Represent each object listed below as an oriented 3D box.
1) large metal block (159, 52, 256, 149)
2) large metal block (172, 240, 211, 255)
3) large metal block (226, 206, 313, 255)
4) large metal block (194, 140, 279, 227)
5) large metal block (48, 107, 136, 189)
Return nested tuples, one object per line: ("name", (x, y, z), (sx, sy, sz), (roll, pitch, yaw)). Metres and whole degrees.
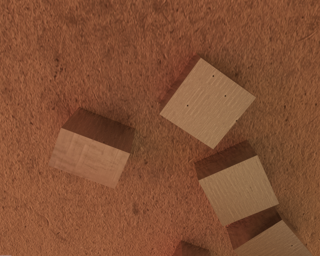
("large metal block", (0.055, -0.034, 0.384), (0.080, 0.050, 0.080), (33, 107, -12))
("large metal block", (0.040, 0.234, 0.467), (0.050, 0.080, 0.079), (22, 109, -8))
("large metal block", (0.160, 0.167, 0.459), (0.080, 0.050, 0.080), (-38, 106, 13))
("large metal block", (0.103, 0.075, 0.425), (0.080, 0.050, 0.080), (-25, 108, 9))
("large metal block", (-0.080, 0.022, 0.388), (0.080, 0.080, 0.050), (22, 109, -8))
